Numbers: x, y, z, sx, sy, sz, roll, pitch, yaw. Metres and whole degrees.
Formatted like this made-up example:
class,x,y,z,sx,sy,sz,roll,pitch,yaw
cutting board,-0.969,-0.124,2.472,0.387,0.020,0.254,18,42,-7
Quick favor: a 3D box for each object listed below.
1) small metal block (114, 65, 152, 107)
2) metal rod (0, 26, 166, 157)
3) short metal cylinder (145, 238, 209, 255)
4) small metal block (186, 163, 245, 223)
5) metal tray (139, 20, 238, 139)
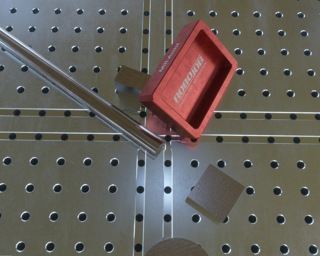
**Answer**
class,x,y,z,sx,sy,sz,roll,pitch,yaw
small metal block,-0.031,-0.054,0.418,0.050,0.050,0.025,21,72,7
metal rod,-0.122,-0.057,0.430,0.300,0.025,0.025,35,74,11
short metal cylinder,0.017,0.163,0.339,0.081,0.050,0.080,0,70,0
small metal block,0.068,0.081,0.383,0.050,0.025,0.050,34,73,11
metal tray,0.042,-0.062,0.405,0.090,0.030,0.130,41,70,-29
